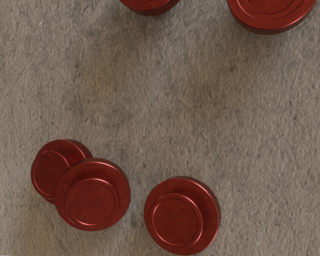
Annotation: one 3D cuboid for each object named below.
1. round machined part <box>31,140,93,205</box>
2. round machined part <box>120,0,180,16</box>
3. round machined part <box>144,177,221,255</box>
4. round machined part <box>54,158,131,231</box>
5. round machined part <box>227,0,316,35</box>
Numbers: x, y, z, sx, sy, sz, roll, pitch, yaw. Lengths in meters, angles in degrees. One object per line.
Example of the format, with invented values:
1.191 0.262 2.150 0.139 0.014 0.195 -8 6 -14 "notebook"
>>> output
-0.146 0.066 0.450 0.098 0.042 0.097 0 90 19 "round machined part"
-0.009 -0.194 0.402 0.098 0.042 0.097 0 90 19 "round machined part"
0.025 0.112 0.391 0.098 0.042 0.097 0 90 19 "round machined part"
-0.088 0.092 0.407 0.099 0.042 0.097 -2 101 -9 "round machined part"
0.128 -0.155 0.355 0.098 0.042 0.097 0 90 19 "round machined part"
